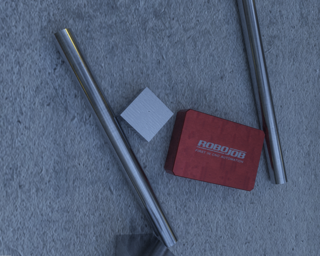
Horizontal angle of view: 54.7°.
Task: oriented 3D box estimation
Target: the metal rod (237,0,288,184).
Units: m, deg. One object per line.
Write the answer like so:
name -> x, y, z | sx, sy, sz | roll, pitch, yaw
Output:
metal rod -> 0.154, -0.062, 0.467 | 0.025, 0.025, 0.298 | -14, 95, -20

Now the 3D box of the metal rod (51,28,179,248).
metal rod -> -0.052, 0.020, 0.390 | 0.025, 0.025, 0.299 | -29, 100, -18

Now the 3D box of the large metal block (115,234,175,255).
large metal block -> -0.023, 0.181, 0.373 | 0.050, 0.080, 0.080 | 5, 88, -20

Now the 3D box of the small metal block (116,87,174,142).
small metal block -> -0.020, -0.017, 0.403 | 0.050, 0.025, 0.050 | 45, 76, -15

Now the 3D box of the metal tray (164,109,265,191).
metal tray -> 0.079, 0.032, 0.437 | 0.131, 0.030, 0.090 | 15, 85, -20
